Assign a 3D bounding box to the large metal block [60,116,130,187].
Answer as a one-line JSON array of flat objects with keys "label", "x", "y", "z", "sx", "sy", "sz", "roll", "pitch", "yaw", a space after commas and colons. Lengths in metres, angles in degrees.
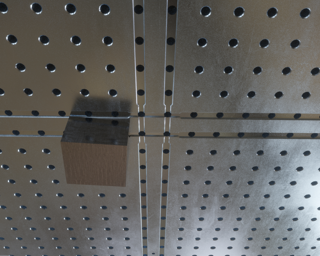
[{"label": "large metal block", "x": -0.084, "y": 0.033, "z": 0.422, "sx": 0.081, "sy": 0.050, "sz": 0.079, "roll": 4, "pitch": 130, "yaw": -4}]
